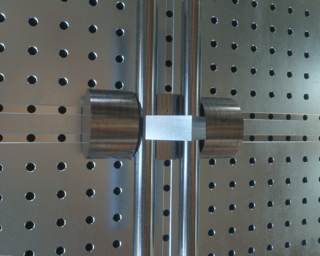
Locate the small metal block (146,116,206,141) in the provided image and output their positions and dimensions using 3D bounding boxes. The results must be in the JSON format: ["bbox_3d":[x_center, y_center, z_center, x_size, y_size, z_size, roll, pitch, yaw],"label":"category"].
[{"bbox_3d":[0.018,0.000,0.336,0.050,0.050,0.025,1,90,24],"label":"small metal block"}]

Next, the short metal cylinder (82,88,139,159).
[{"bbox_3d":[-0.060,-0.004,0.358,0.050,0.080,0.079,2,90,-20],"label":"short metal cylinder"}]

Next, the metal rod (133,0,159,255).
[{"bbox_3d":[-0.016,0.002,0.350,0.025,0.025,0.298,1,90,-20],"label":"metal rod"}]

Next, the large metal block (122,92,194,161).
[{"bbox_3d":[-0.003,-0.002,0.394,0.081,0.050,0.079,1,90,-20],"label":"large metal block"}]

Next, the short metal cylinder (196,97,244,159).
[{"bbox_3d":[0.064,0.000,0.403,0.050,0.080,0.079,1,90,-19],"label":"short metal cylinder"}]

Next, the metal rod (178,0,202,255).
[{"bbox_3d":[0.036,0.000,0.369,0.025,0.025,0.298,1,90,-20],"label":"metal rod"}]
